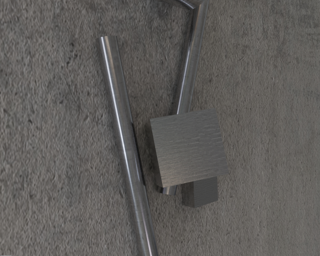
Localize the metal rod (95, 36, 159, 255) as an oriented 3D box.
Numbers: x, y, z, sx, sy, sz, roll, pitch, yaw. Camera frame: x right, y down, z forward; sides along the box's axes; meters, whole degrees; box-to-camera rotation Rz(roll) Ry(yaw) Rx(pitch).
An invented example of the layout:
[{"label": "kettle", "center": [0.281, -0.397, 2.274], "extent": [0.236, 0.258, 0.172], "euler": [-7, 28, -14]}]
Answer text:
[{"label": "metal rod", "center": [-0.035, 0.043, 0.375], "extent": [0.025, 0.025, 0.298], "euler": [-17, 101, -39]}]

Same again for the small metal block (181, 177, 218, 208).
[{"label": "small metal block", "center": [0.058, 0.085, 0.453], "extent": [0.050, 0.025, 0.050], "euler": [-5, 93, -40]}]

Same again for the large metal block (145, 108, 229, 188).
[{"label": "large metal block", "center": [0.031, 0.024, 0.384], "extent": [0.081, 0.050, 0.080], "euler": [-10, 85, -11]}]

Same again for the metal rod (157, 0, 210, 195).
[{"label": "metal rod", "center": [0.036, -0.058, 0.434], "extent": [0.025, 0.025, 0.299], "euler": [18, 79, -39]}]

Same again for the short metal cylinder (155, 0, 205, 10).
[{"label": "short metal cylinder", "center": [0.024, -0.195, 0.388], "extent": [0.050, 0.080, 0.080], "euler": [-1, 91, -40]}]
